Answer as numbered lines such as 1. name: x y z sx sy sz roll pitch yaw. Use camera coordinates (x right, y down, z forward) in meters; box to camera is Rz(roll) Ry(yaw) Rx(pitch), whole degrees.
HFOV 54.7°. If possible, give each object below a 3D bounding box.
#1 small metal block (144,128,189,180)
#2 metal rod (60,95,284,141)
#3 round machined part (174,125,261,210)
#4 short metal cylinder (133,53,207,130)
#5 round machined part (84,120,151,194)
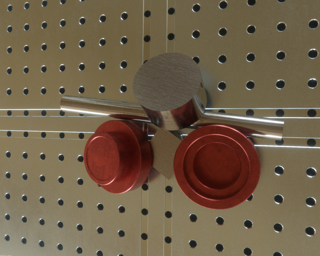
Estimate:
1. small metal block: 0.011 0.031 0.405 0.050 0.025 0.050 38 102 16
2. metal rod: 0.001 -0.017 0.408 0.301 0.025 0.025 8 93 19
3. round machined part: 0.069 0.044 0.373 0.098 0.042 0.097 1 93 17
4. short metal cylinder: 0.013 -0.044 0.375 0.080 0.050 0.080 -6 63 13
5. round machined part: -0.062 0.038 0.408 0.098 0.042 0.097 1 91 38
